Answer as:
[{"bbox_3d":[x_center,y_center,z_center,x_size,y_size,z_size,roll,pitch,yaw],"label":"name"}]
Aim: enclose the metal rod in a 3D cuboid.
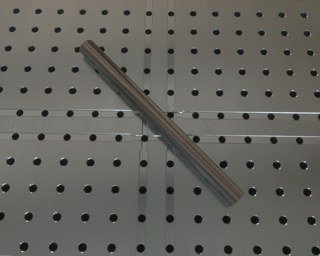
[{"bbox_3d":[-0.006,-0.015,0.418,0.025,0.025,0.300,-41,75,-13],"label":"metal rod"}]
